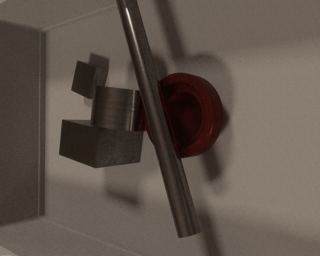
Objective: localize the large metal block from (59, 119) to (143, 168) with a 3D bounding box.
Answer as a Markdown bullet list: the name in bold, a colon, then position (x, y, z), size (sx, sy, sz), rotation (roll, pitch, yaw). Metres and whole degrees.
- **large metal block**: position (-0.082, 0.019, 0.436), size (0.080, 0.081, 0.050), rotation (12, 98, 39)

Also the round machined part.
- **round machined part**: position (0.032, -0.014, 0.368), size (0.098, 0.042, 0.097), rotation (0, 90, 39)

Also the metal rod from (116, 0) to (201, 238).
- **metal rod**: position (-0.007, -0.030, 0.355), size (0.025, 0.025, 0.299), rotation (-24, 75, 37)

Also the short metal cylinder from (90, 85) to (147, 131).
- **short metal cylinder**: position (-0.049, -0.027, 0.409), size (0.080, 0.081, 0.050), rotation (12, 98, 39)

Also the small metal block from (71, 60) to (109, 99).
- **small metal block**: position (-0.113, -0.077, 0.498), size (0.050, 0.025, 0.050), rotation (25, 106, 37)
